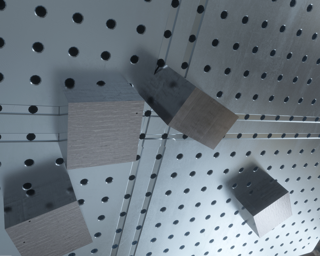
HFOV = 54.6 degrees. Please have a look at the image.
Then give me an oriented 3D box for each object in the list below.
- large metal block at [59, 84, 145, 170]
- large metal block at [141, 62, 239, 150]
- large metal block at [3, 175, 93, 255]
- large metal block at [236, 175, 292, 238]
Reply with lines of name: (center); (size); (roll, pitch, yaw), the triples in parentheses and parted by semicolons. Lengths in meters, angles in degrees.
large metal block: (-0.069, -0.004, 0.354); (0.081, 0.050, 0.079); (-4, 121, -26)
large metal block: (0.034, -0.027, 0.377); (0.080, 0.080, 0.050); (27, 103, -37)
large metal block: (-0.139, 0.118, 0.392); (0.081, 0.050, 0.080); (-20, 126, -17)
large metal block: (0.203, 0.152, 0.599); (0.080, 0.050, 0.080); (-32, 129, -8)
